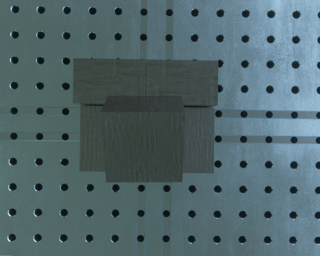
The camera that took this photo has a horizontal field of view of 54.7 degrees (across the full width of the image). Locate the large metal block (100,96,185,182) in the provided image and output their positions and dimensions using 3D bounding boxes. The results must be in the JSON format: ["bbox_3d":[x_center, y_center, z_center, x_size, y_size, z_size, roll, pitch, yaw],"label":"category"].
[{"bbox_3d":[-0.017,0.011,0.334,0.081,0.050,0.079,0,114,-1],"label":"large metal block"}]

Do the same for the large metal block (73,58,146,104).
[{"bbox_3d":[-0.056,-0.052,0.384,0.081,0.080,0.050,1,90,-1],"label":"large metal block"}]

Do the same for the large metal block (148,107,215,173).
[{"bbox_3d":[0.025,0.014,0.399,0.081,0.050,0.079,1,90,-1],"label":"large metal block"}]

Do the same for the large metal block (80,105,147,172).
[{"bbox_3d":[-0.056,0.013,0.398,0.081,0.050,0.079,1,90,-1],"label":"large metal block"}]

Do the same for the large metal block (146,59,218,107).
[{"bbox_3d":[0.024,-0.051,0.385,0.081,0.080,0.050,1,90,-1],"label":"large metal block"}]
